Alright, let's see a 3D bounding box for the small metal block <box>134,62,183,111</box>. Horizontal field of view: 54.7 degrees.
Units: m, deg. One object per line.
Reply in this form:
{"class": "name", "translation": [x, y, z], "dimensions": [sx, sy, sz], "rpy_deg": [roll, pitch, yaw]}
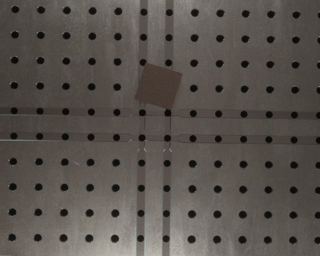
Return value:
{"class": "small metal block", "translation": [-0.002, -0.054, 0.413], "dimensions": [0.050, 0.025, 0.050], "rpy_deg": [17, 90, -1]}
